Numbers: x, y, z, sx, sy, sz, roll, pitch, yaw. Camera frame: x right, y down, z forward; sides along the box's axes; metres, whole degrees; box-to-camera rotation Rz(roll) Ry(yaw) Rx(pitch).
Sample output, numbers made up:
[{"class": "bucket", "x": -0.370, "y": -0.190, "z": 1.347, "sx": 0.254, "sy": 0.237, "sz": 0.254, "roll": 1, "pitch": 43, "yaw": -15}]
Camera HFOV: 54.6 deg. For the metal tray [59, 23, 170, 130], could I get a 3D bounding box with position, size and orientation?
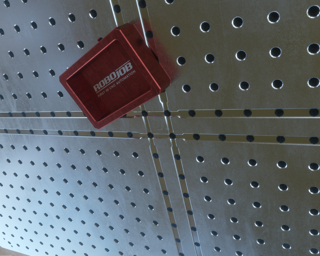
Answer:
[{"class": "metal tray", "x": -0.062, "y": -0.062, "z": 0.403, "sx": 0.130, "sy": 0.030, "sz": 0.090, "roll": -26, "pitch": 104, "yaw": 37}]
